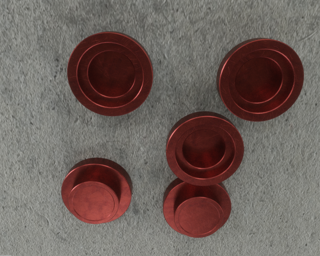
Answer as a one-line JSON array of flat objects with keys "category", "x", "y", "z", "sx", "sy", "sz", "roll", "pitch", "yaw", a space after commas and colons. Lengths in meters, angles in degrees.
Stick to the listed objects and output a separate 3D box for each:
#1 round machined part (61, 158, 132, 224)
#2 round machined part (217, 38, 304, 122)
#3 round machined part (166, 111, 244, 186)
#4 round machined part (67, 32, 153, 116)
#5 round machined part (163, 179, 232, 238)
[{"category": "round machined part", "x": -0.089, "y": 0.094, "z": 0.435, "sx": 0.099, "sy": 0.042, "sz": 0.097, "roll": 0, "pitch": 110, "yaw": 0}, {"category": "round machined part", "x": 0.118, "y": -0.060, "z": 0.379, "sx": 0.099, "sy": 0.042, "sz": 0.097, "roll": 0, "pitch": 110, "yaw": 0}, {"category": "round machined part", "x": 0.057, "y": 0.024, "z": 0.410, "sx": 0.099, "sy": 0.042, "sz": 0.097, "roll": 0, "pitch": 110, "yaw": 0}, {"category": "round machined part", "x": -0.057, "y": -0.067, "z": 0.375, "sx": 0.099, "sy": 0.042, "sz": 0.097, "roll": 0, "pitch": 110, "yaw": 0}, {"category": "round machined part", "x": 0.054, "y": 0.117, "z": 0.444, "sx": 0.099, "sy": 0.042, "sz": 0.097, "roll": 0, "pitch": 110, "yaw": 0}]
